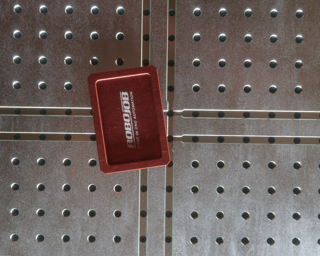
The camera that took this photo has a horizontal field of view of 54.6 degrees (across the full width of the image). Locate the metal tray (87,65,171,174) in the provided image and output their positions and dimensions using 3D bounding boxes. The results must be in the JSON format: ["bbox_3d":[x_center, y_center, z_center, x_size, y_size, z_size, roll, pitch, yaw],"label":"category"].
[{"bbox_3d":[-0.040,-0.011,0.410,0.090,0.030,0.129,-8,90,0],"label":"metal tray"}]
